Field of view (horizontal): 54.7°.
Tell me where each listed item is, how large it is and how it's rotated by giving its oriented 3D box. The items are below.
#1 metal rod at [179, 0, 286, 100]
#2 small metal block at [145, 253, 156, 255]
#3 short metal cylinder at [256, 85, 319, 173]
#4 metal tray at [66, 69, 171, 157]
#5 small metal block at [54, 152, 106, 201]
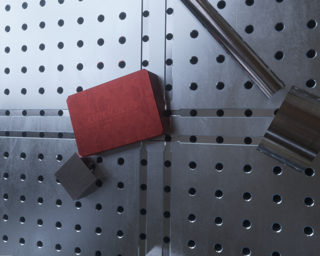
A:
[{"bbox_3d":[0.048,-0.157,0.395,0.025,0.025,0.300,-41,78,15],"label":"metal rod"},{"bbox_3d":[-0.003,0.204,0.413,0.050,0.025,0.050,14,95,19],"label":"small metal block"},{"bbox_3d":[0.146,0.001,0.332,0.050,0.080,0.080,29,100,17],"label":"short metal cylinder"},{"bbox_3d":[-0.059,-0.018,0.430,0.130,0.030,0.090,-16,85,18],"label":"metal tray"},{"bbox_3d":[-0.117,0.069,0.452,0.050,0.025,0.050,-44,77,14],"label":"small metal block"}]
